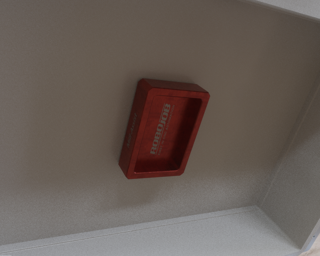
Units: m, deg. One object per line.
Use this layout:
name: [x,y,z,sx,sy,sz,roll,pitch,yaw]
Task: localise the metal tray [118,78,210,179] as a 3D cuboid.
metal tray: [0.004,0.004,0.408,0.091,0.030,0.129,1,118,-30]
